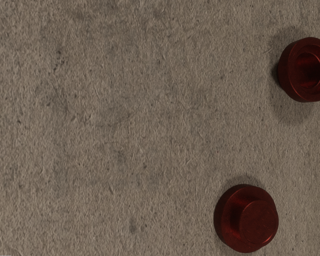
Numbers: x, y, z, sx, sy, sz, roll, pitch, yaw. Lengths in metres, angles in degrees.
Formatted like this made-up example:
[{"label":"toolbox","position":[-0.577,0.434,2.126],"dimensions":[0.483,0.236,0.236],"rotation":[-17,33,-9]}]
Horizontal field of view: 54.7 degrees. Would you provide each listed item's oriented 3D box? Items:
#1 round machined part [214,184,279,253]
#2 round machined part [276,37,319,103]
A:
[{"label":"round machined part","position":[0.132,0.134,0.451],"dimensions":[0.099,0.042,0.097],"rotation":[0,90,-21]},{"label":"round machined part","position":[0.224,-0.088,0.485],"dimensions":[0.099,0.042,0.097],"rotation":[0,90,-21]}]
